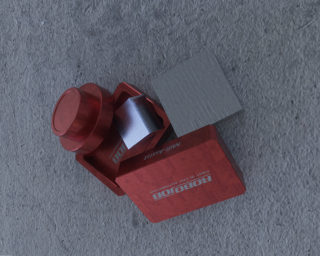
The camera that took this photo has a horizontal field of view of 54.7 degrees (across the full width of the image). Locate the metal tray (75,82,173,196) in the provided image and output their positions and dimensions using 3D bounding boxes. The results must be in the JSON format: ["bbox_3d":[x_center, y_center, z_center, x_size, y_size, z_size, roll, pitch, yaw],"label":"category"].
[{"bbox_3d":[-0.046,0.015,0.423,0.090,0.030,0.129,37,101,16],"label":"metal tray"}]

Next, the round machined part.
[{"bbox_3d":[-0.110,-0.016,0.418,0.098,0.042,0.098,-20,59,38],"label":"round machined part"}]

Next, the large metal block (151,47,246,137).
[{"bbox_3d":[0.048,-0.039,0.380,0.080,0.050,0.080,-28,81,17],"label":"large metal block"}]

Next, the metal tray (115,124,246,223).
[{"bbox_3d":[0.025,0.060,0.374,0.130,0.030,0.090,-24,118,19],"label":"metal tray"}]

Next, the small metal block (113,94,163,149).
[{"bbox_3d":[-0.031,-0.008,0.397,0.050,0.025,0.050,-37,79,45],"label":"small metal block"}]
